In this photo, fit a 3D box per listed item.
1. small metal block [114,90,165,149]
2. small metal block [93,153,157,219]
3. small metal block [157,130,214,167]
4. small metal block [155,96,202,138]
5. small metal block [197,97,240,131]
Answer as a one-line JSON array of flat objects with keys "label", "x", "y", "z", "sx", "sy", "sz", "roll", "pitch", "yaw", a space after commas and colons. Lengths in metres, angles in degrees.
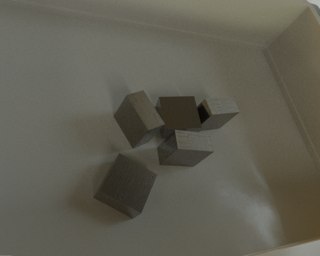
[{"label": "small metal block", "x": -0.027, "y": -0.010, "z": 0.381, "sx": 0.025, "sy": 0.050, "sz": 0.050, "roll": -22, "pitch": 74, "yaw": -36}, {"label": "small metal block", "x": -0.038, "y": 0.065, "z": 0.346, "sx": 0.050, "sy": 0.025, "sz": 0.050, "roll": 31, "pitch": 52, "yaw": -8}, {"label": "small metal block", "x": 0.031, "y": 0.027, "z": 0.390, "sx": 0.050, "sy": 0.050, "sz": 0.025, "roll": 6, "pitch": 59, "yaw": -25}, {"label": "small metal block", "x": 0.024, "y": -0.015, "z": 0.421, "sx": 0.050, "sy": 0.025, "sz": 0.050, "roll": -3, "pitch": 62, "yaw": -15}, {"label": "small metal block", "x": 0.075, "y": -0.019, "z": 0.441, "sx": 0.050, "sy": 0.050, "sz": 0.025, "roll": -6, "pitch": 65, "yaw": -31}]
